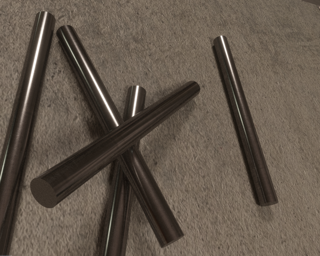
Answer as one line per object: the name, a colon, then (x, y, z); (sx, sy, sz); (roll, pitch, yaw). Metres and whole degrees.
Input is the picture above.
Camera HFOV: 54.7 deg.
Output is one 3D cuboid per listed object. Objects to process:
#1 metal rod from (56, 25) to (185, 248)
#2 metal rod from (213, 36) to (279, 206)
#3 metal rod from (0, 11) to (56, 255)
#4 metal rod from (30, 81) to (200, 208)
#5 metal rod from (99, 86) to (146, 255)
metal rod: (-0.057, -0.010, 0.355); (0.025, 0.025, 0.299); (-13, 61, -34)
metal rod: (0.129, -0.027, 0.492); (0.025, 0.025, 0.299); (6, 59, -26)
metal rod: (-0.146, -0.016, 0.334); (0.025, 0.025, 0.299); (12, 57, -22)
metal rod: (-0.017, -0.006, 0.346); (0.025, 0.025, 0.302); (46, 34, 3)
metal rod: (-0.042, 0.076, 0.335); (0.025, 0.025, 0.300); (18, 55, -19)
